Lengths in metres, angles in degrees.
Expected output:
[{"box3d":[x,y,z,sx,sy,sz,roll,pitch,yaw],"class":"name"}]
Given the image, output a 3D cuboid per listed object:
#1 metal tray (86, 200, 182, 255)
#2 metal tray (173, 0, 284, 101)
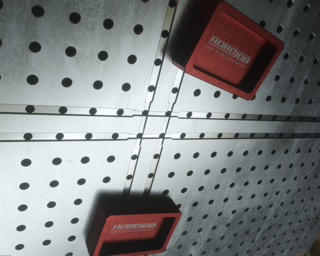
[{"box3d":[-0.039,0.159,0.486,0.131,0.030,0.089,8,115,-32],"class":"metal tray"},{"box3d":[0.091,-0.096,0.400,0.131,0.030,0.089,16,110,-35],"class":"metal tray"}]
